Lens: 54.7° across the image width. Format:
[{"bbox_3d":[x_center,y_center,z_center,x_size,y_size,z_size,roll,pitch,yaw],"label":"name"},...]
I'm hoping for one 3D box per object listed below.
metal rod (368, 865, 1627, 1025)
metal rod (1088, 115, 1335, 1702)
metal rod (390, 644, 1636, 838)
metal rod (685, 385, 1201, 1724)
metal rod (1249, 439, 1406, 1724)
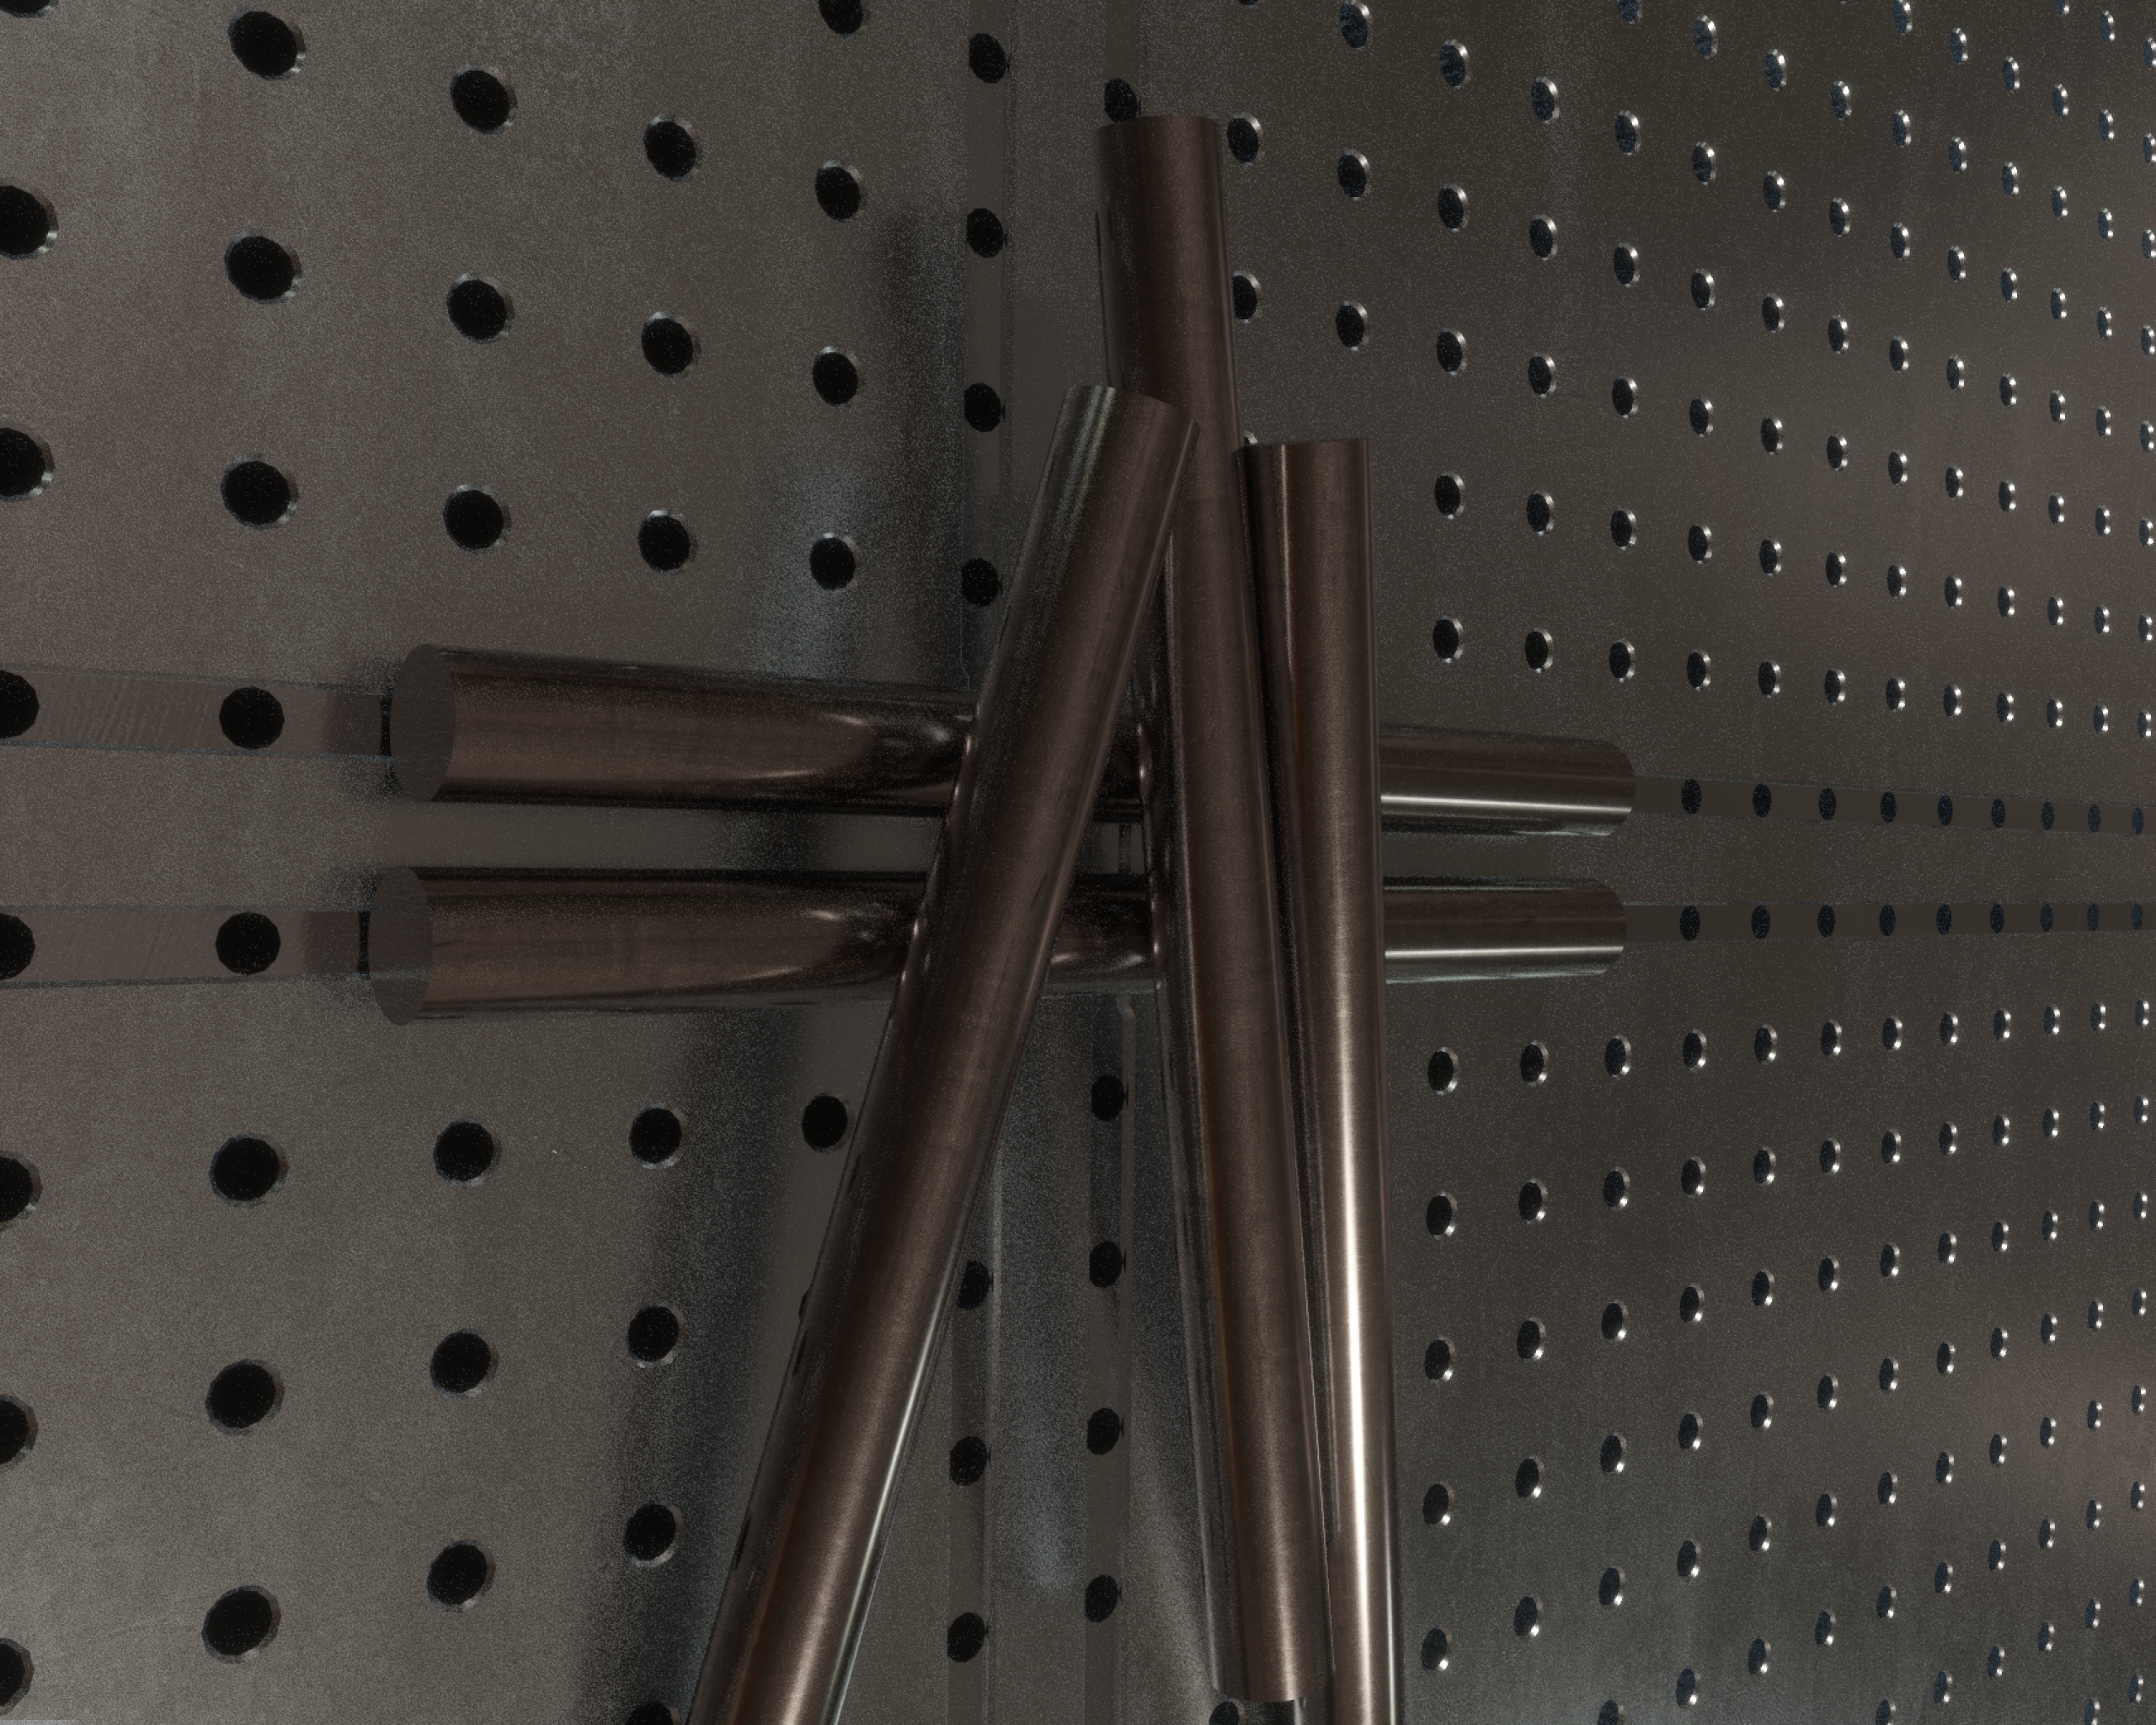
[{"bbox_3d":[0.010,0.014,0.420,0.302,0.025,0.025,1,90,-40],"label":"metal rod"},{"bbox_3d":[0.026,0.012,0.401,0.025,0.025,0.298,-8,95,-40],"label":"metal rod"},{"bbox_3d":[0.013,-0.020,0.423,0.302,0.025,0.025,1,90,-40],"label":"metal rod"},{"bbox_3d":[-0.030,0.063,0.362,0.025,0.025,0.299,19,85,-39],"label":"metal rod"},{"bbox_3d":[0.052,0.065,0.431,0.025,0.025,0.298,-14,106,-40],"label":"metal rod"}]
